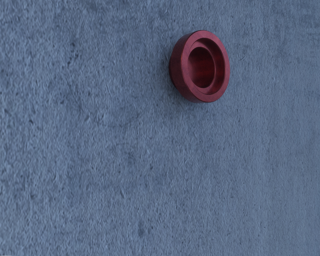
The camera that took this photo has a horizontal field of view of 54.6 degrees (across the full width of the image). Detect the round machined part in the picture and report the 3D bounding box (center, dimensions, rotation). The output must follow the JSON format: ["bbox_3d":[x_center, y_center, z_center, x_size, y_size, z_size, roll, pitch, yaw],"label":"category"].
[{"bbox_3d":[0.051,-0.083,0.435,0.099,0.042,0.097,0,90,-40],"label":"round machined part"}]
